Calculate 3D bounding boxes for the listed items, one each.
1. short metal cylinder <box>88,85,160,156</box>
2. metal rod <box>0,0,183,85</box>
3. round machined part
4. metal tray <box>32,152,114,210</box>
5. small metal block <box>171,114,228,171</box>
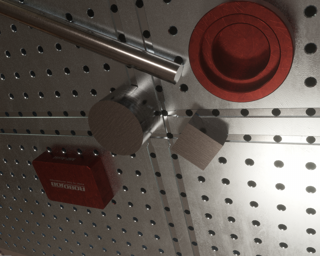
[{"bbox_3d":[-0.047,-0.010,0.412,0.080,0.050,0.079,13,124,20],"label":"short metal cylinder"},{"bbox_3d":[-0.113,-0.121,0.393,0.301,0.025,0.025,24,127,13],"label":"metal rod"},{"bbox_3d":[0.082,-0.078,0.308,0.098,0.042,0.097,13,124,20],"label":"round machined part"},{"bbox_3d":[-0.153,0.091,0.542,0.130,0.030,0.089,1,119,27],"label":"metal tray"},{"bbox_3d":[0.050,0.019,0.395,0.050,0.025,0.050,34,129,5],"label":"small metal block"}]
